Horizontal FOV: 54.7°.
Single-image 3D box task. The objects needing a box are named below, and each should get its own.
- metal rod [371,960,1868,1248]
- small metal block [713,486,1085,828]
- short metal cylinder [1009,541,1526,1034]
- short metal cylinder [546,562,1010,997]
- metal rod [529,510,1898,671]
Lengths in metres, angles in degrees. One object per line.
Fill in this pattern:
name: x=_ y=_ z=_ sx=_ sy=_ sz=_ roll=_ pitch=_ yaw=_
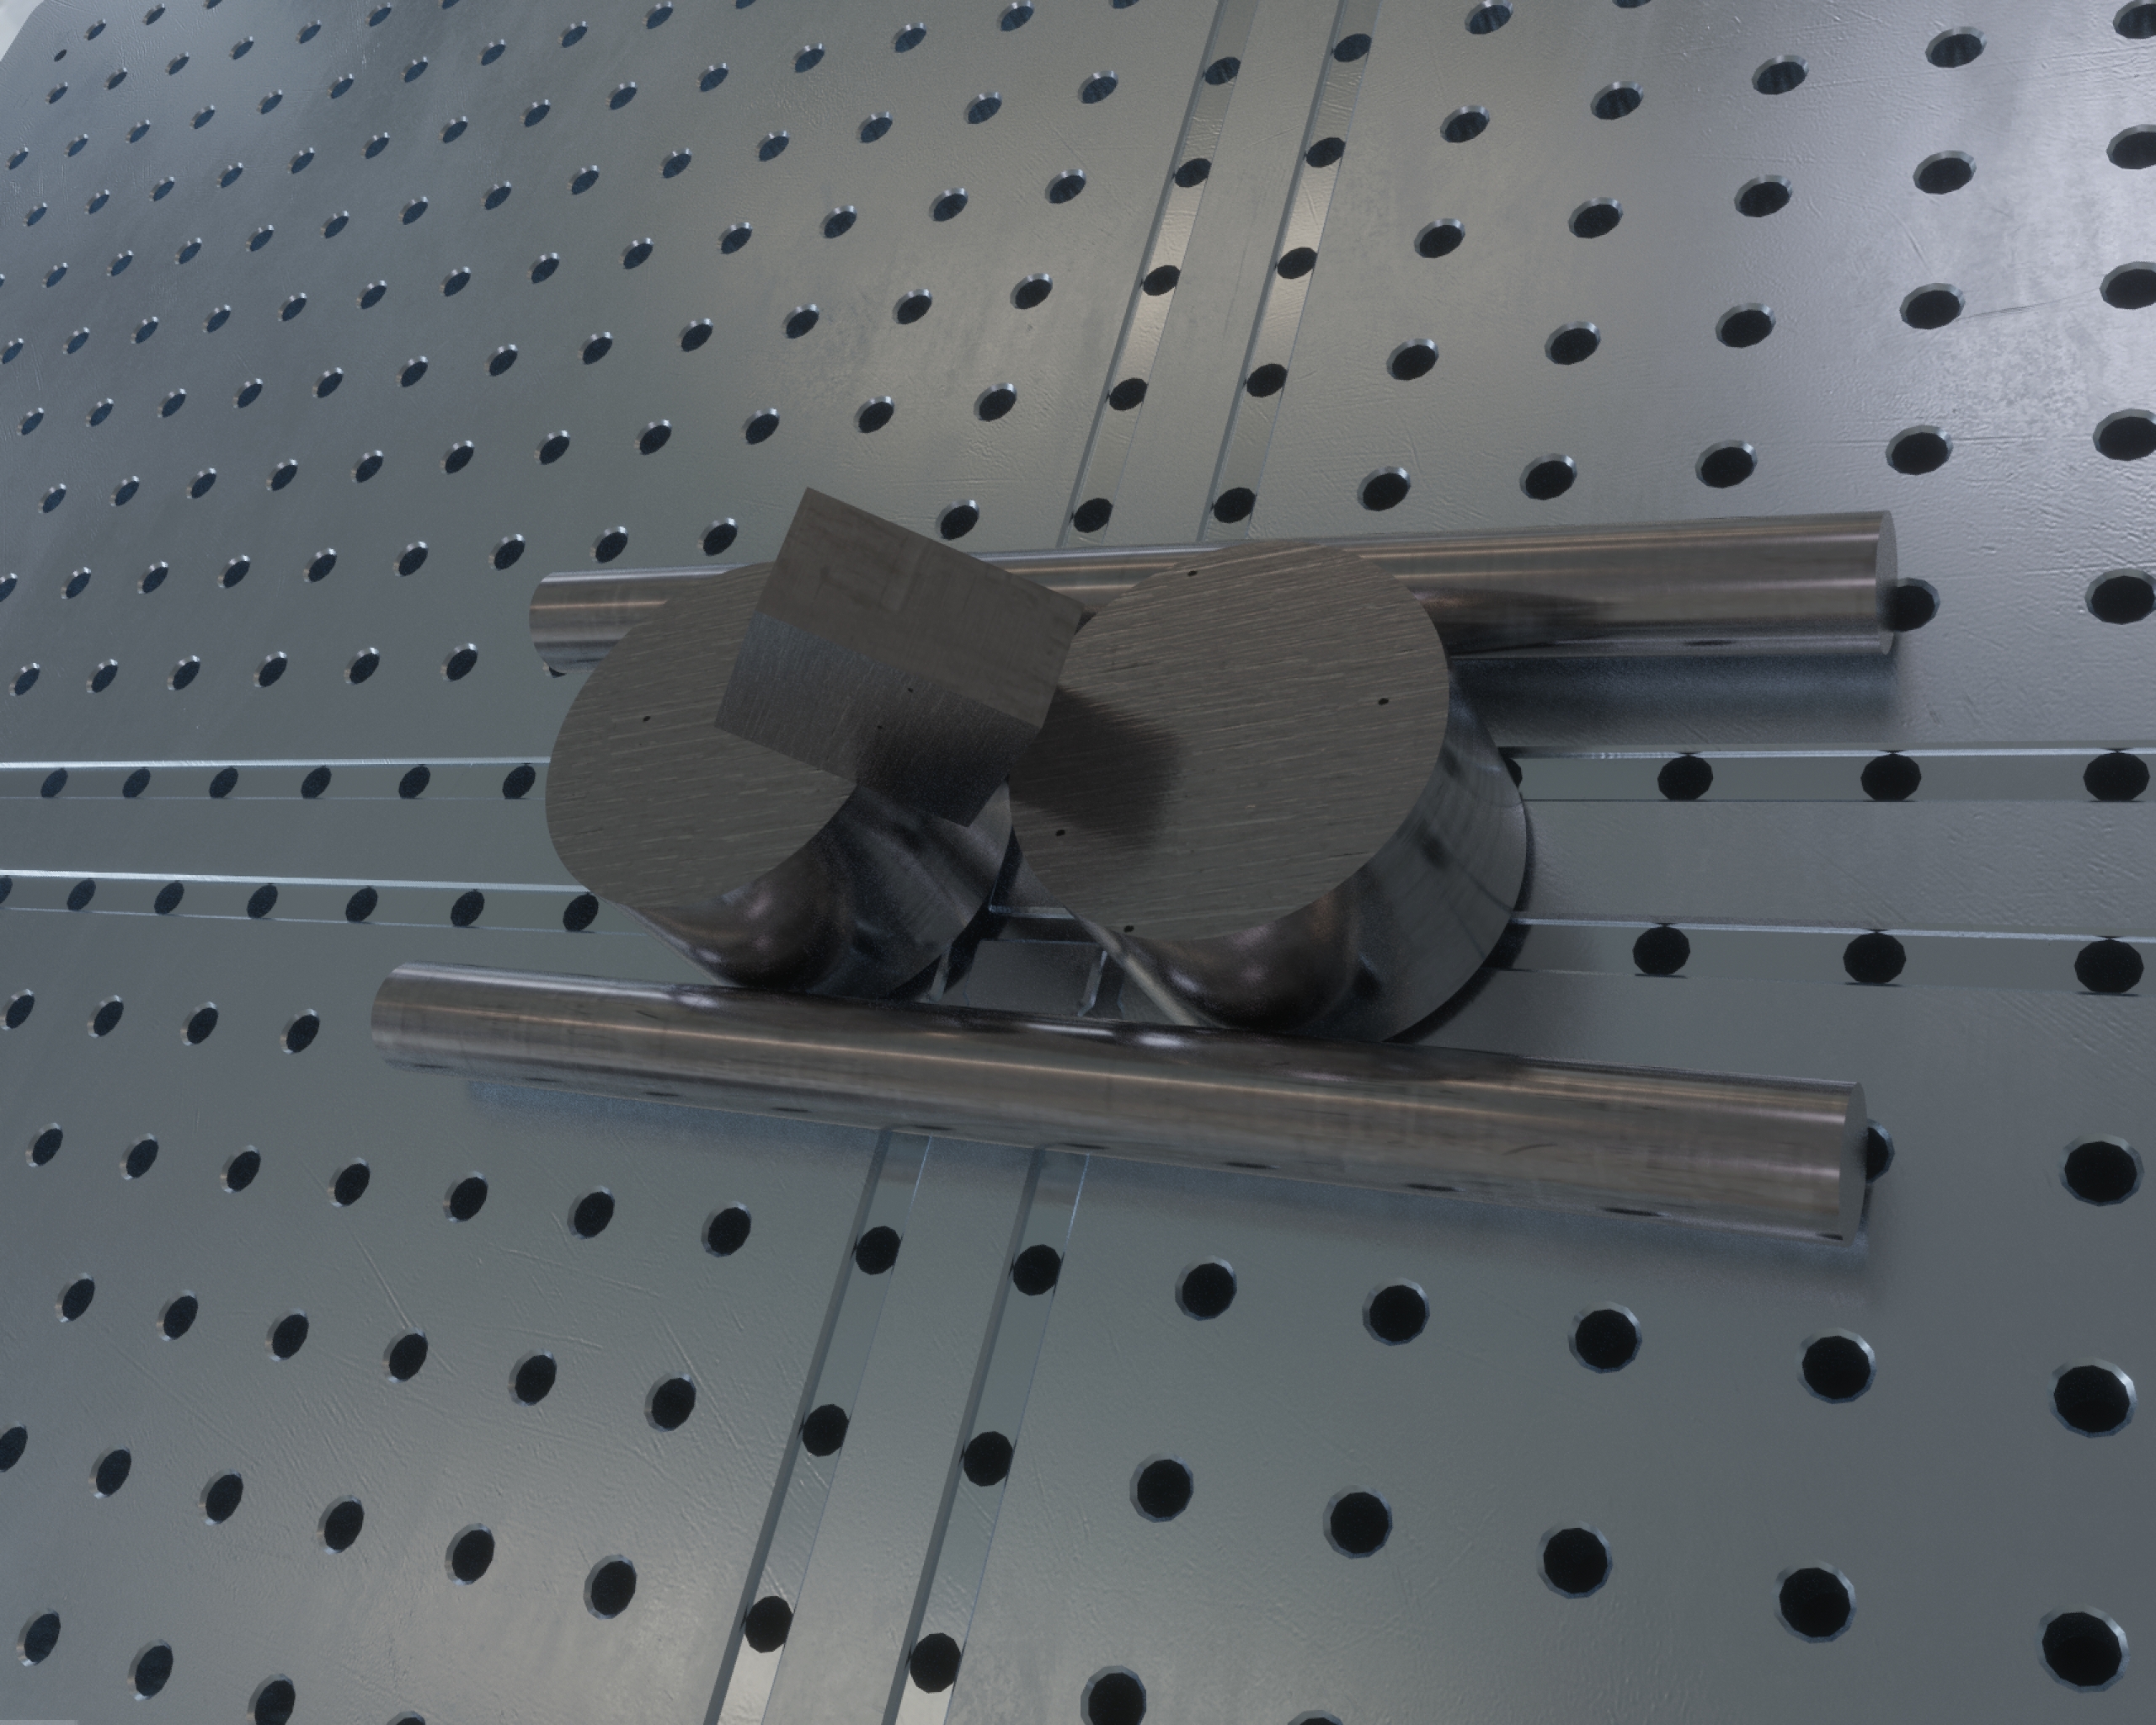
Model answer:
metal rod: x=-0.014 y=0.040 z=0.387 sx=0.300 sy=0.025 sz=0.025 roll=3 pitch=63 yaw=29
small metal block: x=-0.033 y=-0.034 z=0.367 sx=0.050 sy=0.050 sz=0.025 roll=22 pitch=66 yaw=-10
short metal cylinder: x=0.035 y=-0.011 z=0.376 sx=0.080 sy=0.050 sz=0.080 roll=-13 pitch=56 yaw=21
short metal cylinder: x=-0.061 y=-0.015 z=0.429 sx=0.080 sy=0.050 sz=0.080 roll=-13 pitch=56 yaw=21
metal rod: x=0.008 y=-0.053 z=0.432 sx=0.300 sy=0.025 sz=0.025 roll=2 pitch=63 yaw=29
